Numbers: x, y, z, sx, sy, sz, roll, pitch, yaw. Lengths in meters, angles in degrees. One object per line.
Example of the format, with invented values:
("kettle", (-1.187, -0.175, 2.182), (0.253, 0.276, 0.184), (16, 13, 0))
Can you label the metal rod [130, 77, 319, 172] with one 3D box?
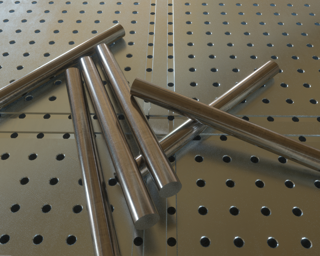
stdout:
("metal rod", (0.104, 0.003, 0.381), (0.301, 0.025, 0.025), (23, 53, 9))

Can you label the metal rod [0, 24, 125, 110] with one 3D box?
("metal rod", (-0.171, -0.089, 0.481), (0.025, 0.025, 0.301), (34, 58, 25))

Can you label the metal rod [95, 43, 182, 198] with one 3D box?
("metal rod", (-0.042, -0.034, 0.414), (0.025, 0.025, 0.300), (-16, 45, -13))

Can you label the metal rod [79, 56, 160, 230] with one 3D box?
("metal rod", (-0.064, -0.008, 0.391), (0.025, 0.025, 0.300), (-16, 45, -13))

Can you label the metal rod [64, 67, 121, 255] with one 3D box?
("metal rod", (-0.090, 0.027, 0.384), (0.025, 0.025, 0.300), (-13, 51, -11))

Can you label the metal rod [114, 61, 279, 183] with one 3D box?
("metal rod", (0.066, -0.016, 0.421), (0.302, 0.025, 0.025), (-35, 58, -26))
